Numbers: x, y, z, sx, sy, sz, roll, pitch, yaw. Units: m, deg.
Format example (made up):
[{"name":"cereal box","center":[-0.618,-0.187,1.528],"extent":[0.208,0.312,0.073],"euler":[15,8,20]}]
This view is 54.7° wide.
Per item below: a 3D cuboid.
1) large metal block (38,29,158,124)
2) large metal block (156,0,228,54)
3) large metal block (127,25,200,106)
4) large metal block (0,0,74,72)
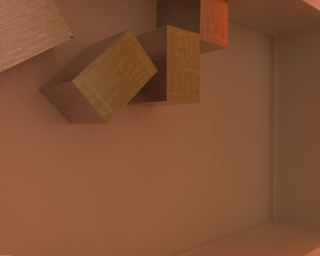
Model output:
[{"name":"large metal block","center":[-0.063,-0.049,0.317],"extent":[0.080,0.080,0.050],"euler":[-51,120,-28]},{"name":"large metal block","center":[0.040,-0.141,0.404],"extent":[0.050,0.080,0.080],"euler":[2,89,-40]},{"name":"large metal block","center":[0.001,-0.069,0.371],"extent":[0.050,0.080,0.080],"euler":[0,91,-40]},{"name":"large metal block","center":[-0.139,-0.097,0.273],"extent":[0.080,0.050,0.080],"euler":[-40,115,-33]}]
